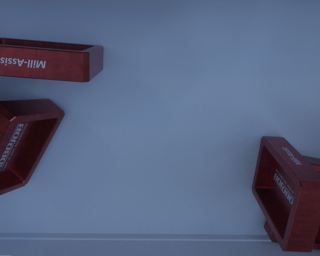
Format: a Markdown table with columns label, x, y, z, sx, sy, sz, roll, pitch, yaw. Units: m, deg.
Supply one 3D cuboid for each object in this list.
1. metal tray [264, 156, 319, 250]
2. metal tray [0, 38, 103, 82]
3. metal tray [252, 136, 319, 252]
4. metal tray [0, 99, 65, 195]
| label | x | y | z | sx | sy | sz | roll | pitch | yaw |
| --- | --- | --- | --- | --- | --- | --- | --- | --- | --- |
| metal tray | 0.215 | 0.108 | 0.446 | 0.091 | 0.030 | 0.129 | 11 | 107 | -4 |
| metal tray | -0.136 | -0.079 | 0.345 | 0.131 | 0.090 | 0.030 | 4 | 109 | -2 |
| metal tray | 0.153 | 0.075 | 0.384 | 0.030 | 0.130 | 0.089 | 4 | 110 | -1 |
| metal tray | -0.182 | 0.026 | 0.382 | 0.030 | 0.090 | 0.129 | 37 | 107 | 12 |
